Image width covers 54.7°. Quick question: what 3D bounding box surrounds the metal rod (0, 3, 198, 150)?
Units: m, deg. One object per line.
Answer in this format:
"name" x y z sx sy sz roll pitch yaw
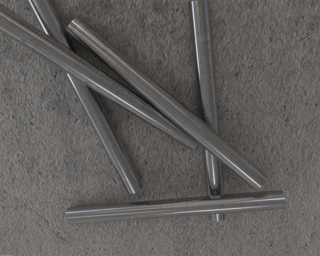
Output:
"metal rod" -0.073 -0.057 0.366 0.301 0.025 0.025 32 107 -20

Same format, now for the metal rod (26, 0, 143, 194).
"metal rod" -0.093 -0.043 0.392 0.025 0.025 0.299 -21 109 7

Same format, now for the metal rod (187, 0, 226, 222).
"metal rod" 0.065 -0.008 0.407 0.025 0.025 0.298 -8 110 3

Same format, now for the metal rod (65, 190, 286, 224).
"metal rod" 0.014 0.111 0.431 0.301 0.025 0.025 -7 110 10

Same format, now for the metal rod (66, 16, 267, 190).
"metal rod" 0.013 -0.026 0.381 0.300 0.025 0.025 40 105 -6
